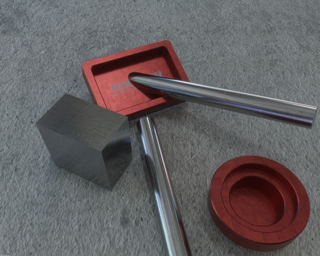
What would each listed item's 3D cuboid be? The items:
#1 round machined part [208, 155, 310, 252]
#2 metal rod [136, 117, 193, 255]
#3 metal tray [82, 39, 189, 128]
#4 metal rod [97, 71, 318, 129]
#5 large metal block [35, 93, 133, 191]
[{"bbox_3d":[0.099,0.081,0.326,0.099,0.042,0.098,0,50,0],"label":"round machined part"},{"bbox_3d":[0.014,0.106,0.313,0.025,0.025,0.300,-9,51,-8],"label":"metal rod"},{"bbox_3d":[-0.031,-0.063,0.430,0.131,0.030,0.090,-20,77,-17],"label":"metal tray"},{"bbox_3d":[0.037,-0.047,0.399,0.300,0.025,0.025,16,51,30],"label":"metal rod"},{"bbox_3d":[-0.081,0.017,0.352,0.080,0.080,0.050,21,53,16],"label":"large metal block"}]
